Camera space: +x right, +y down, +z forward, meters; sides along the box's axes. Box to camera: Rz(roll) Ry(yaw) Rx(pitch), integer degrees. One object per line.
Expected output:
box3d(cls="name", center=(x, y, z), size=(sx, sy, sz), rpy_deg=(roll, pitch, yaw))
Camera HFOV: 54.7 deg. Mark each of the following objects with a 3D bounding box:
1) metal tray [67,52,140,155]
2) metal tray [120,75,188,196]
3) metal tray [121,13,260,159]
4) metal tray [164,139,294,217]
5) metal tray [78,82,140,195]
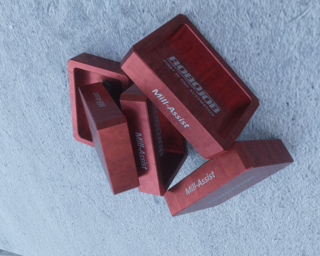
box3d(cls="metal tray", center=(-0.077, -0.029, 0.426), size=(0.090, 0.030, 0.129), rpy_deg=(18, 126, 17))
box3d(cls="metal tray", center=(-0.001, 0.003, 0.368), size=(0.030, 0.090, 0.129), rpy_deg=(6, 122, 25))
box3d(cls="metal tray", center=(0.035, -0.044, 0.317), size=(0.130, 0.090, 0.030), rpy_deg=(47, 143, -6))
box3d(cls="metal tray", center=(0.076, 0.059, 0.362), size=(0.129, 0.091, 0.030), rpy_deg=(-44, 58, 39))
box3d(cls="metal tray", center=(-0.064, 0.007, 0.371), size=(0.130, 0.030, 0.089), rpy_deg=(-131, 29, -57))
